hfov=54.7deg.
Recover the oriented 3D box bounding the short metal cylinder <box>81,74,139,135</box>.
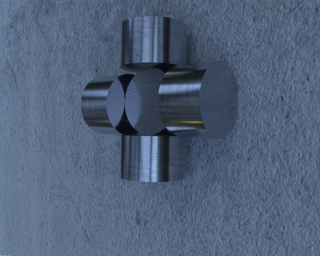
[{"bbox_3d":[-0.058,-0.031,0.416,0.050,0.081,0.079,3,92,40],"label":"short metal cylinder"}]

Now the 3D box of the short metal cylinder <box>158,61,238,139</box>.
[{"bbox_3d":[0.043,-0.030,0.334,0.050,0.081,0.079,3,92,40],"label":"short metal cylinder"}]

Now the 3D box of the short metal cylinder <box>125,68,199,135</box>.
[{"bbox_3d":[0.002,-0.032,0.387,0.080,0.050,0.079,0,90,39],"label":"short metal cylinder"}]

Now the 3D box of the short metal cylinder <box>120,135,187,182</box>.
[{"bbox_3d":[-0.008,0.034,0.375,0.080,0.081,0.050,1,90,39],"label":"short metal cylinder"}]

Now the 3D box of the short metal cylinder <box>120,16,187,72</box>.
[{"bbox_3d":[-0.008,-0.097,0.374,0.080,0.081,0.050,2,92,39],"label":"short metal cylinder"}]
